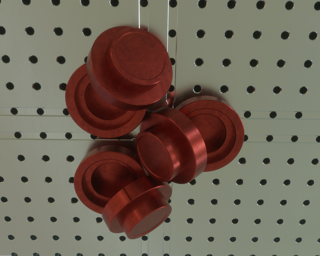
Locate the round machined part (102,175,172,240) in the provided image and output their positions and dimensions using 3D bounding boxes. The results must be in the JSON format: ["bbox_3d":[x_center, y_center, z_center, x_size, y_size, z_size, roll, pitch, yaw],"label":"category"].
[{"bbox_3d":[-0.023,0.110,0.414,0.099,0.042,0.098,-28,148,-19],"label":"round machined part"}]

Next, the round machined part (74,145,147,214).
[{"bbox_3d":[-0.065,0.068,0.428,0.099,0.042,0.097,0,110,0],"label":"round machined part"}]

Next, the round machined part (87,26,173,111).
[{"bbox_3d":[-0.028,-0.072,0.348,0.099,0.042,0.098,8,71,-24],"label":"round machined part"}]

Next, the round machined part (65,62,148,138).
[{"bbox_3d":[-0.063,-0.040,0.388,0.099,0.042,0.097,0,110,0],"label":"round machined part"}]

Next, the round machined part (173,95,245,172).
[{"bbox_3d":[0.056,0.005,0.406,0.099,0.042,0.097,0,110,0],"label":"round machined part"}]

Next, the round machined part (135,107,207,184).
[{"bbox_3d":[0.006,0.027,0.382,0.042,0.098,0.098,-29,114,-35],"label":"round machined part"}]
